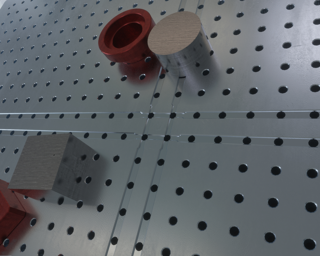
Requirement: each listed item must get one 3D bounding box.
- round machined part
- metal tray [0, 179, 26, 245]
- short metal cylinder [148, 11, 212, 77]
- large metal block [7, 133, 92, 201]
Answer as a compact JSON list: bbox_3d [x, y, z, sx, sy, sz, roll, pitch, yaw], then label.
[{"bbox_3d":[-0.049,-0.147,0.513,0.098,0.042,0.098,-13,56,21],"label":"round machined part"},{"bbox_3d":[-0.269,0.147,0.456,0.090,0.030,0.130,34,81,38],"label":"metal tray"},{"bbox_3d":[0.029,-0.122,0.452,0.080,0.050,0.080,-13,56,21],"label":"short metal cylinder"},{"bbox_3d":[-0.154,0.056,0.439,0.080,0.050,0.080,-4,60,26],"label":"large metal block"}]
